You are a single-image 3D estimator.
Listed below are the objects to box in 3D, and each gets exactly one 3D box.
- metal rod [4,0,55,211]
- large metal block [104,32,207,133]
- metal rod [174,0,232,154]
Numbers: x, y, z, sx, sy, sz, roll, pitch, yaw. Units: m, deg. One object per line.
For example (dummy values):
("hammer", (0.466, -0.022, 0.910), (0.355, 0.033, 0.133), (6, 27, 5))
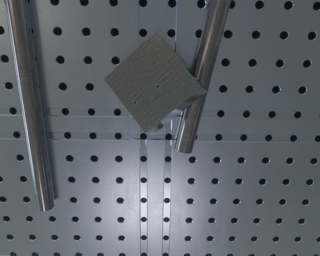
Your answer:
("metal rod", (-0.167, -0.025, 0.402), (0.025, 0.025, 0.298), (0, 110, 0))
("large metal block", (-0.004, -0.051, 0.366), (0.080, 0.050, 0.080), (-39, 82, 13))
("metal rod", (0.061, -0.108, 0.374), (0.025, 0.025, 0.298), (11, 110, -4))
